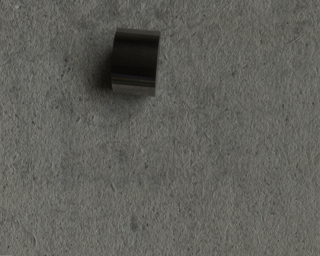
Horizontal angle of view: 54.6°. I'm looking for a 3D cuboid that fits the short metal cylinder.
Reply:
[{"bbox_3d":[-0.028,-0.080,0.382,0.050,0.080,0.080,5,90,0],"label":"short metal cylinder"}]
